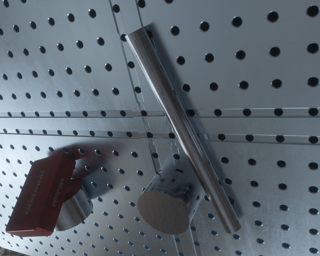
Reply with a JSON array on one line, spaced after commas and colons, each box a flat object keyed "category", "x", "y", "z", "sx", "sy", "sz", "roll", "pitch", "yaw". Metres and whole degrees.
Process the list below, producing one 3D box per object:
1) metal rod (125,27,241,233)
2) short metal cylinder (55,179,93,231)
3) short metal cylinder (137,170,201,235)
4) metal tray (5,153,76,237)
[{"category": "metal rod", "x": 0.037, "y": 0.015, "z": 0.400, "sx": 0.025, "sy": 0.025, "sz": 0.299, "roll": -16, "pitch": 110, "yaw": 34}, {"category": "short metal cylinder", "x": -0.166, "y": 0.134, "z": 0.546, "sx": 0.080, "sy": 0.080, "sz": 0.050, "roll": -6, "pitch": 116, "yaw": 31}, {"category": "short metal cylinder", "x": 0.014, "y": 0.108, "z": 0.455, "sx": 0.080, "sy": 0.050, "sz": 0.079, "roll": 13, "pitch": 124, "yaw": 21}, {"category": "metal tray", "x": -0.198, "y": 0.112, "z": 0.518, "sx": 0.090, "sy": 0.130, "sz": 0.030, "roll": -16, "pitch": 139, "yaw": 34}]
